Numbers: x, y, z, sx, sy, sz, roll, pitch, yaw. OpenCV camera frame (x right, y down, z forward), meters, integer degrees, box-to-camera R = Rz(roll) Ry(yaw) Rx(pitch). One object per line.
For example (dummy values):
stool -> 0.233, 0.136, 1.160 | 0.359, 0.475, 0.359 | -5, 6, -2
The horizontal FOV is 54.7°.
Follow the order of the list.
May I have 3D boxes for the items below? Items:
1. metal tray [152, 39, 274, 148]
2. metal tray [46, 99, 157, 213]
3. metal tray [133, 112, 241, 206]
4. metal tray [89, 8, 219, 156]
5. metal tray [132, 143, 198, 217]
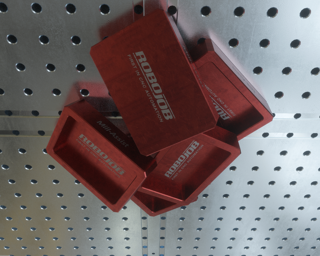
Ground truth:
metal tray -> 0.065, -0.033, 0.381 | 0.090, 0.030, 0.130 | -36, 122, 26
metal tray -> -0.078, 0.037, 0.398 | 0.130, 0.030, 0.089 | 40, 124, 6
metal tray -> 0.031, 0.046, 0.408 | 0.091, 0.030, 0.129 | 23, 126, -19
metal tray -> -0.005, -0.045, 0.330 | 0.090, 0.030, 0.129 | -24, 96, 18
metal tray -> -0.011, 0.081, 0.477 | 0.090, 0.030, 0.130 | -26, 126, 20
